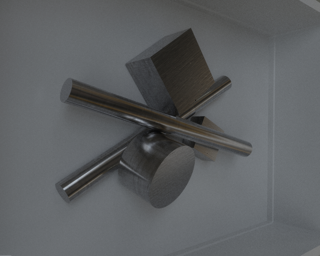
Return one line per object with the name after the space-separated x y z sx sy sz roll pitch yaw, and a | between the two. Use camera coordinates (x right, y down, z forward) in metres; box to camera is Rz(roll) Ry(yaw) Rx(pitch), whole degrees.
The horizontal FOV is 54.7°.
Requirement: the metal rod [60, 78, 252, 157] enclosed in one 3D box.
0.022 -0.002 0.392 0.302 0.025 0.025 17 79 -39 | metal rod

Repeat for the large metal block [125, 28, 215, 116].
0.016 -0.071 0.403 0.080 0.050 0.080 -43 117 -31 | large metal block

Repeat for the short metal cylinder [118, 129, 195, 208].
-0.003 0.048 0.370 0.081 0.050 0.079 -31 134 -38 | short metal cylinder

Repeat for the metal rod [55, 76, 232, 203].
0.001 -0.002 0.407 0.302 0.025 0.025 -34 112 -35 | metal rod

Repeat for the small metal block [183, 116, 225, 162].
0.064 0.016 0.459 0.050 0.025 0.050 33 69 -35 | small metal block
